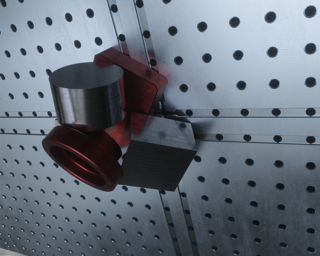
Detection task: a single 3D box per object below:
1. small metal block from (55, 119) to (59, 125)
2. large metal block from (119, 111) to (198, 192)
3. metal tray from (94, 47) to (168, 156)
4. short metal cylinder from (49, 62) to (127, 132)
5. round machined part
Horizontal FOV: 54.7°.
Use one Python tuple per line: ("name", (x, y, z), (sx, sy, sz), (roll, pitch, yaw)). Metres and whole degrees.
("small metal block", (-0.110, 0.002, 0.412), (0.025, 0.050, 0.050), (18, 125, 18))
("large metal block", (-0.009, 0.032, 0.395), (0.081, 0.050, 0.079), (11, 129, -16))
("metal tray", (-0.054, -0.030, 0.417), (0.090, 0.030, 0.129), (30, 128, 8))
("short metal cylinder", (-0.080, -0.038, 0.353), (0.080, 0.080, 0.050), (13, 124, 21))
("round machined part", (-0.084, 0.029, 0.365), (0.098, 0.042, 0.098), (24, 150, 15))
